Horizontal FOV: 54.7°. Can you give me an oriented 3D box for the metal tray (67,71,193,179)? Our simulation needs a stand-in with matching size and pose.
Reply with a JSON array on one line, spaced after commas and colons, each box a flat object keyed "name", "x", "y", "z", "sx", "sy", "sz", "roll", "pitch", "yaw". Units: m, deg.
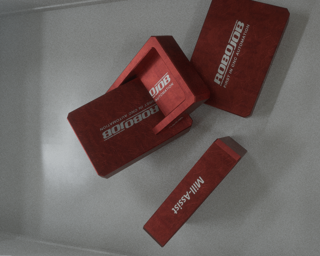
[{"name": "metal tray", "x": -0.037, "y": -0.007, "z": 0.391, "sx": 0.131, "sy": 0.030, "sz": 0.090, "roll": -30, "pitch": 78, "yaw": -9}]

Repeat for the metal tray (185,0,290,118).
[{"name": "metal tray", "x": 0.089, "y": -0.086, "z": 0.376, "sx": 0.090, "sy": 0.030, "sz": 0.129, "roll": 22, "pitch": 97, "yaw": 18}]

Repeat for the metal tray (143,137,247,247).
[{"name": "metal tray", "x": 0.044, "y": 0.069, "z": 0.360, "sx": 0.030, "sy": 0.090, "sz": 0.130, "roll": 41, "pitch": 103, "yaw": 15}]

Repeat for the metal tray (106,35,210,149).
[{"name": "metal tray", "x": -0.011, "y": -0.038, "z": 0.383, "sx": 0.129, "sy": 0.030, "sz": 0.090, "roll": -41, "pitch": 76, "yaw": 41}]
